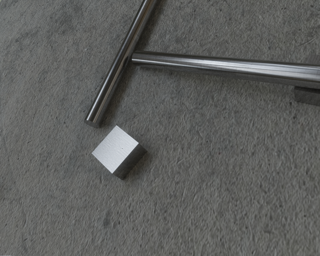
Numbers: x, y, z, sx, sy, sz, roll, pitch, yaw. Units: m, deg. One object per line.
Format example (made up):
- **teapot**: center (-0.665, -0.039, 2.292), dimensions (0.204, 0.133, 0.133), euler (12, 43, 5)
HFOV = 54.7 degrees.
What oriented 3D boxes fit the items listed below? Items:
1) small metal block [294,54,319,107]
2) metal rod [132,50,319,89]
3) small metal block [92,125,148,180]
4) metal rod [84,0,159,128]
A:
- **small metal block**: center (0.182, -0.051, 0.339), dimensions (0.050, 0.025, 0.050), euler (18, 71, 34)
- **metal rod**: center (0.075, -0.078, 0.391), dimensions (0.300, 0.025, 0.025), euler (16, 70, 40)
- **small metal block**: center (-0.054, 0.032, 0.411), dimensions (0.050, 0.025, 0.050), euler (-49, 52, -7)
- **metal rod**: center (-0.051, -0.136, 0.512), dimensions (0.025, 0.025, 0.300), euler (8, 65, 31)
